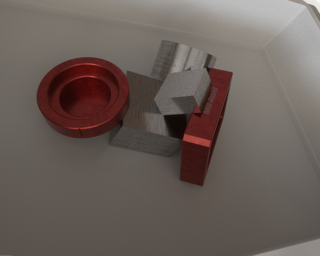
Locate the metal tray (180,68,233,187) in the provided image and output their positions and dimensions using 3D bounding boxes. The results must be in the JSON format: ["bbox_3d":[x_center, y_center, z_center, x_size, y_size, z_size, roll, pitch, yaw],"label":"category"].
[{"bbox_3d":[0.060,-0.003,0.396,0.030,0.089,0.130,15,50,13],"label":"metal tray"}]

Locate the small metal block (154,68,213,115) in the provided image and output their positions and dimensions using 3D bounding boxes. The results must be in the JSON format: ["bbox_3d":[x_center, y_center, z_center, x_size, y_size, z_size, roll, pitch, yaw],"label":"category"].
[{"bbox_3d":[0.028,-0.042,0.364,0.025,0.050,0.050,61,41,-36],"label":"small metal block"}]

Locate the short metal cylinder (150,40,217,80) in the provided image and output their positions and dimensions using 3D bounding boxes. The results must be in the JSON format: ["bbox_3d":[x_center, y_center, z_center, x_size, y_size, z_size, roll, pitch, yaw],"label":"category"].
[{"bbox_3d":[0.032,-0.085,0.431,0.081,0.080,0.050,15,100,-20],"label":"short metal cylinder"}]

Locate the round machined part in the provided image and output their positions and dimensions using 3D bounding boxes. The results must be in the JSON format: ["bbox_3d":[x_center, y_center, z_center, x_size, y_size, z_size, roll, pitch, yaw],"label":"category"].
[{"bbox_3d":[-0.083,-0.030,0.352,0.099,0.042,0.098,1,59,-2],"label":"round machined part"}]

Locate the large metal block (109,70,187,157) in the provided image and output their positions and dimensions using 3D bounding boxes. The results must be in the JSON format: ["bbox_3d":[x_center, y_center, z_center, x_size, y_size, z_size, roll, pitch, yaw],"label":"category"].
[{"bbox_3d":[-0.014,-0.016,0.391,0.081,0.050,0.080,14,56,-21],"label":"large metal block"}]
